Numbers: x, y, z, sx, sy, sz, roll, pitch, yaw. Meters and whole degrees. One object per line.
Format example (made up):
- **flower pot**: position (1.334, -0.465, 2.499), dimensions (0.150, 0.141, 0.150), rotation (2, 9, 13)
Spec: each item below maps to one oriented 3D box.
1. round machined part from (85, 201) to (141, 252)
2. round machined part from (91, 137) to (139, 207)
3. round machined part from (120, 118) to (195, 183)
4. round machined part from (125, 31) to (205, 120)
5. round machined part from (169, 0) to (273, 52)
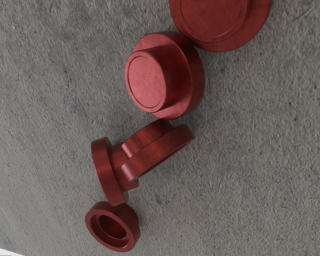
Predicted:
- **round machined part**: position (-0.077, 0.165, 0.539), dimensions (0.098, 0.042, 0.097), rotation (13, 124, 21)
- **round machined part**: position (-0.060, 0.058, 0.440), dimensions (0.042, 0.098, 0.097), rotation (-19, 113, -3)
- **round machined part**: position (-0.009, 0.023, 0.381), dimensions (0.098, 0.099, 0.042), rotation (-41, 80, 39)
- **round machined part**: position (-0.002, -0.055, 0.342), dimensions (0.098, 0.042, 0.097), rotation (26, 127, 40)
- **round machined part**: position (0.053, -0.120, 0.294), dimensions (0.098, 0.042, 0.097), rotation (13, 124, 21)
